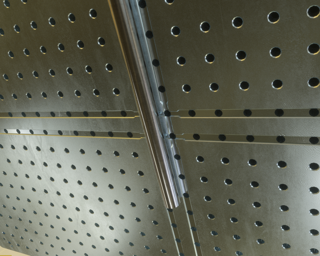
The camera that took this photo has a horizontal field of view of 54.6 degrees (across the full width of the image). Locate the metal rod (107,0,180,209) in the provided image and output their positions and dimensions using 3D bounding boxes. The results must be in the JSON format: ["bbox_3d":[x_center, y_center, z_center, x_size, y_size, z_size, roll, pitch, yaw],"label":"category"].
[{"bbox_3d":[-0.014,-0.016,0.410,0.025,0.025,0.298,0,119,28],"label":"metal rod"}]
